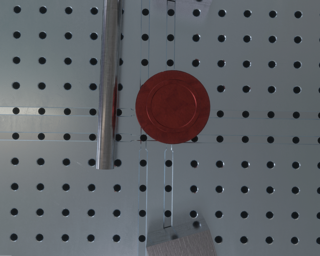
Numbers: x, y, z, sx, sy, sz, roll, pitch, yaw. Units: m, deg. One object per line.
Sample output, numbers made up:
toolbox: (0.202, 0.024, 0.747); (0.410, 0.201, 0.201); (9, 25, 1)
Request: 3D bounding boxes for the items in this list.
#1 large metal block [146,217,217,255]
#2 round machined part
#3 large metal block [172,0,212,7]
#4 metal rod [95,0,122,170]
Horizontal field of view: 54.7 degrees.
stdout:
large metal block: (0.033, 0.172, 0.401); (0.080, 0.050, 0.080); (-16, 90, 0)
round machined part: (0.017, -0.028, 0.405); (0.099, 0.042, 0.097); (0, 90, 0)
large metal block: (0.036, -0.213, 0.401); (0.080, 0.050, 0.080); (10, 90, 0)
metal rod: (-0.066, -0.095, 0.412); (0.025, 0.025, 0.298); (3, 90, 0)
